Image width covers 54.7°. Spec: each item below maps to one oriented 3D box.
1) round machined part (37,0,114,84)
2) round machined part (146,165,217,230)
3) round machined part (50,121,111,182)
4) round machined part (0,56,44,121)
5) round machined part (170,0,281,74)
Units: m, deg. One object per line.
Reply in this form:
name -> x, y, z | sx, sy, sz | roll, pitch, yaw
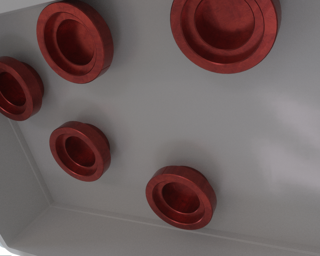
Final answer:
round machined part -> -0.099, -0.108, 0.383 | 0.098, 0.042, 0.097 | 13, 124, 21
round machined part -> 0.033, 0.093, 0.438 | 0.098, 0.042, 0.097 | 13, 124, 21
round machined part -> -0.117, 0.032, 0.479 | 0.098, 0.042, 0.097 | 13, 124, 21
round machined part -> -0.219, -0.063, 0.475 | 0.098, 0.042, 0.097 | 13, 124, 21
round machined part -> 0.063, -0.104, 0.292 | 0.098, 0.042, 0.097 | 17, 137, 17
